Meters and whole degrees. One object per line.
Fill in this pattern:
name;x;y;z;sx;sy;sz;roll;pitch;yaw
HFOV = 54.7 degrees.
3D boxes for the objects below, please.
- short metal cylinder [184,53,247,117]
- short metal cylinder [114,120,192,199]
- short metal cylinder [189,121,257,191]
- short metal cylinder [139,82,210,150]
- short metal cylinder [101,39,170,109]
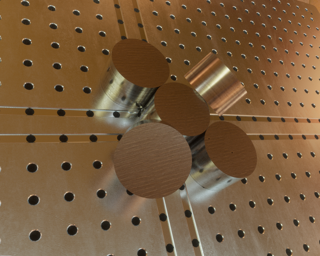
short metal cylinder;0.080;-0.063;0.449;0.080;0.050;0.080;47;10;-10
short metal cylinder;-0.008;0.032;0.343;0.081;0.050;0.079;0;95;-3
short metal cylinder;0.081;0.038;0.414;0.081;0.050;0.080;14;56;-21
short metal cylinder;0.019;-0.014;0.412;0.081;0.050;0.080;14;56;-21
short metal cylinder;-0.034;-0.073;0.419;0.081;0.050;0.080;14;56;-21
